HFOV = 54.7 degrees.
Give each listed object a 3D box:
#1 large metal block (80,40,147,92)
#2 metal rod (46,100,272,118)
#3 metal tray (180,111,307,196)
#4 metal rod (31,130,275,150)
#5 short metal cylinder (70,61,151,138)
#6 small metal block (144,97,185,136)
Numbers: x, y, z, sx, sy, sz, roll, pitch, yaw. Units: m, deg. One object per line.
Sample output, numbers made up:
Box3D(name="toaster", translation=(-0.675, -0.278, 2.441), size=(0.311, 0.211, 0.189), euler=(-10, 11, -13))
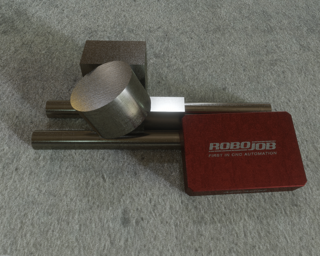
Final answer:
Box3D(name="large metal block", translation=(-0.059, -0.073, 0.430), size=(0.081, 0.080, 0.050), euler=(1, 50, 0))
Box3D(name="metal rod", translation=(-0.002, -0.024, 0.425), size=(0.302, 0.025, 0.025), euler=(1, 50, 0))
Box3D(name="metal tray", translation=(0.092, 0.029, 0.360), size=(0.131, 0.030, 0.090), euler=(-2, 68, -4))
Box3D(name="metal rod", translation=(-0.006, 0.015, 0.392), size=(0.302, 0.025, 0.025), euler=(0, 50, -1))
Box3D(name="short metal cylinder", translation=(-0.058, -0.034, 0.370), size=(0.080, 0.050, 0.080), euler=(-16, 46, 17))
Box3D(name="small metal block", translation=(0.005, -0.014, 0.399), size=(0.050, 0.050, 0.025), euler=(1, 50, 0))
